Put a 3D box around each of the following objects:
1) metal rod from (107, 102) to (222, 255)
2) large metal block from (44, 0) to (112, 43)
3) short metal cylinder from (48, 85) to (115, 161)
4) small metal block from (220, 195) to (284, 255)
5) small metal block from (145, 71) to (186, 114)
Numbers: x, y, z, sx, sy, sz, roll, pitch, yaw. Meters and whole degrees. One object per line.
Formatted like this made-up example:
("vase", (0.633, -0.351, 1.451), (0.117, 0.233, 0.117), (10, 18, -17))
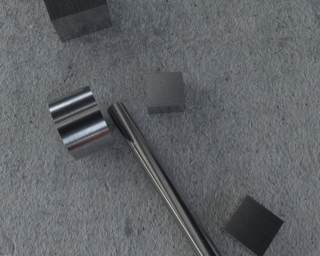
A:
("metal rod", (0.020, 0.091, 0.374), (0.025, 0.025, 0.299), (-31, 73, -11))
("large metal block", (-0.126, -0.186, 0.461), (0.080, 0.050, 0.080), (-21, 72, -8))
("short metal cylinder", (-0.095, -0.006, 0.380), (0.050, 0.080, 0.080), (-24, 72, -9))
("small metal block", (0.108, 0.116, 0.367), (0.050, 0.025, 0.050), (37, 74, 12))
("small metal block", (0.007, -0.048, 0.426), (0.050, 0.025, 0.050), (-4, 70, -2))
